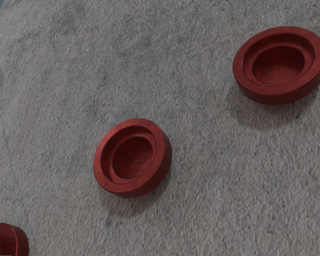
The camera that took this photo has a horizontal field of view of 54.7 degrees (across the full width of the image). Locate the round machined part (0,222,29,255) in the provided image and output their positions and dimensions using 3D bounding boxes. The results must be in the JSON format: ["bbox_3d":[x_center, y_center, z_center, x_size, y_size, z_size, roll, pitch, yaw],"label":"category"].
[{"bbox_3d":[-0.226,0.173,0.406,0.098,0.042,0.098,-13,56,21],"label":"round machined part"}]

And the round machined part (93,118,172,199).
[{"bbox_3d":[-0.030,0.040,0.384,0.098,0.042,0.098,-13,56,21],"label":"round machined part"}]

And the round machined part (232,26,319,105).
[{"bbox_3d":[0.139,-0.067,0.362,0.098,0.042,0.098,-13,56,21],"label":"round machined part"}]
